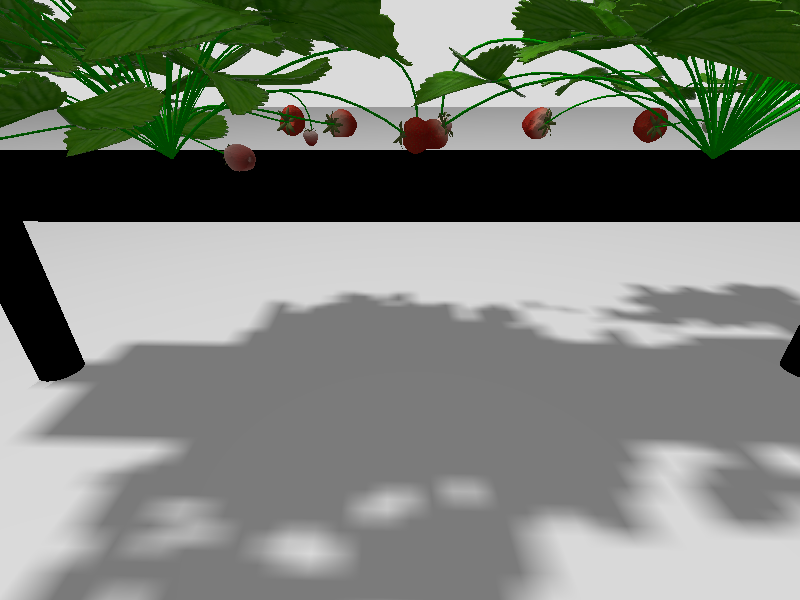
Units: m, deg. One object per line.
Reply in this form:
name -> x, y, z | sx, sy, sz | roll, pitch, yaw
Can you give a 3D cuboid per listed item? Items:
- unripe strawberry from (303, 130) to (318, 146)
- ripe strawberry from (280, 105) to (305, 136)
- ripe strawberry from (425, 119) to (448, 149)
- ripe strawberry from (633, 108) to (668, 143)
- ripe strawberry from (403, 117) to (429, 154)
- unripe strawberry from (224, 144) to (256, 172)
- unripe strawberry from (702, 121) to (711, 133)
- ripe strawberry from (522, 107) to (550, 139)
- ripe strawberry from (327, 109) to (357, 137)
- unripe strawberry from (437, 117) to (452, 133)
unripe strawberry -> -0.091, -0.166, 0.411 | 0.015, 0.015, 0.016 | -23, 35, -37
ripe strawberry -> -0.133, -0.226, 0.505 | 0.031, 0.036, 0.034 | 7, 27, 14
ripe strawberry -> 0.029, -0.149, 0.365 | 0.028, 0.027, 0.030 | -29, 18, 23
ripe strawberry -> 0.283, -0.199, 0.455 | 0.034, 0.036, 0.037 | 4, 27, 8
ripe strawberry -> 0.018, -0.147, 0.360 | 0.032, 0.031, 0.029 | -1, 27, -11
unripe strawberry -> -0.106, -0.095, 0.267 | 0.020, 0.017, 0.020 | 21, 34, 34
unripe strawberry -> 0.387, -0.218, 0.504 | 0.013, 0.014, 0.014 | 16, 31, 29
ripe strawberry -> 0.158, -0.205, 0.466 | 0.030, 0.034, 0.032 | -16, 26, -29
ripe strawberry -> -0.067, -0.211, 0.479 | 0.036, 0.031, 0.036 | 18, 32, 31
unripe strawberry -> 0.052, -0.210, 0.488 | 0.020, 0.024, 0.024 | 22, 34, 36
